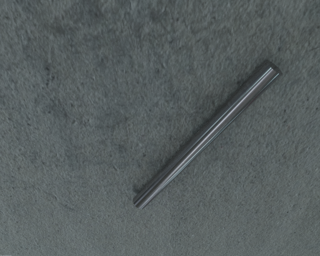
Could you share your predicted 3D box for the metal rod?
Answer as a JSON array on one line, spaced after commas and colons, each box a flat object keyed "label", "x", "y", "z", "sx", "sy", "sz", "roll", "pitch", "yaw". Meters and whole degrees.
[{"label": "metal rod", "x": 0.048, "y": 0.027, "z": 0.430, "sx": 0.025, "sy": 0.025, "sz": 0.298, "roll": 26, "pitch": 125, "yaw": -21}]
